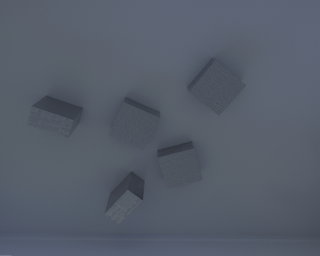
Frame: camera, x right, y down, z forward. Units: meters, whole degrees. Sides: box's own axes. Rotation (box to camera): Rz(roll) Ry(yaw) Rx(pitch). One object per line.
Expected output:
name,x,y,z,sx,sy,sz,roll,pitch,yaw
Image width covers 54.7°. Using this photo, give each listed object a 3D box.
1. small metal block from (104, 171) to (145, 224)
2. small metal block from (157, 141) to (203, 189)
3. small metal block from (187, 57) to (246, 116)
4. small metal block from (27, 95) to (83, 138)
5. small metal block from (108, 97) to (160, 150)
small metal block,-0.048,0.096,0.433,0.025,0.050,0.050,39,105,-13
small metal block,0.028,0.051,0.430,0.050,0.025,0.050,-15,110,5
small metal block,0.071,-0.053,0.392,0.050,0.025,0.050,36,106,-13
small metal block,-0.130,-0.015,0.391,0.050,0.050,0.025,19,109,-7
small metal block,-0.033,-0.006,0.409,0.050,0.025,0.050,24,108,-9
